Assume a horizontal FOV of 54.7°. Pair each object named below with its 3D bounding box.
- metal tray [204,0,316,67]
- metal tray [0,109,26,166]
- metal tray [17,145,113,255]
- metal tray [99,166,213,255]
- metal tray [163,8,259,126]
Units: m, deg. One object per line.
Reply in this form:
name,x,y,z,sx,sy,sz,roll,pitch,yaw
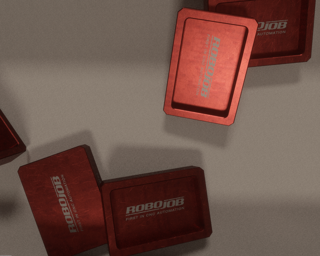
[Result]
metal tray,0.125,-0.126,0.395,0.131,0.030,0.089,-6,111,-1
metal tray,-0.232,-0.011,0.373,0.030,0.090,0.130,-34,90,13
metal tray,-0.118,0.096,0.407,0.090,0.030,0.129,-20,90,-1
metal tray,-0.005,0.102,0.392,0.131,0.030,0.089,-7,89,-15
metal tray,0.058,-0.074,0.380,0.090,0.030,0.129,11,114,5
